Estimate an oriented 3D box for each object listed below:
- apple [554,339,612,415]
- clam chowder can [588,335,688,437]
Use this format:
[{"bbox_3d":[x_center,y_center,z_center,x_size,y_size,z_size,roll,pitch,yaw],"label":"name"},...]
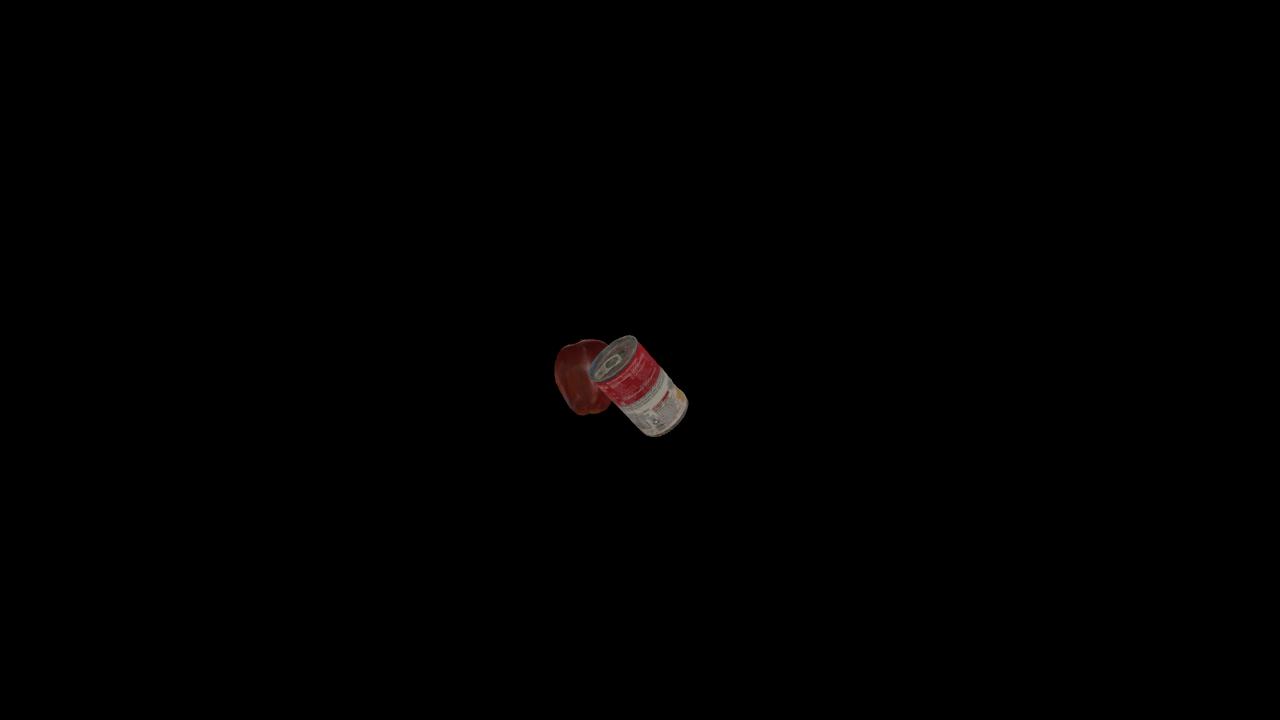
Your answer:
[{"bbox_3d":[-0.063,0.019,0.741,0.079,0.093,0.079,-8,-13,-2],"label":"apple"},{"bbox_3d":[0.000,0.031,0.691,0.102,0.068,0.068,48,-26,-26],"label":"clam chowder can"}]
